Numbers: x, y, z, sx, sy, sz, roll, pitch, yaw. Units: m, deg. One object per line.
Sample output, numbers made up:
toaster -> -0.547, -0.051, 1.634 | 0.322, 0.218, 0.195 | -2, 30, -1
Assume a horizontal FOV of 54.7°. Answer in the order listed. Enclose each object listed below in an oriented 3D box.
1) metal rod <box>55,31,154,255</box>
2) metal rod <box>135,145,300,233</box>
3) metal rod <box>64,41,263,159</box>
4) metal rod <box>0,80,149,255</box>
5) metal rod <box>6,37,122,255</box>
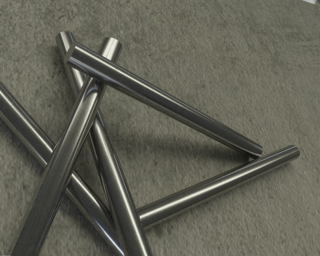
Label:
metal rod -> -0.070, 0.005, 0.345 | 0.025, 0.025, 0.299 | -7, 60, -32
metal rod -> 0.092, 0.070, 0.412 | 0.303, 0.025, 0.025 | -14, 69, -34
metal rod -> 0.027, -0.020, 0.383 | 0.302, 0.025, 0.025 | 25, 51, -32
metal rod -> -0.101, 0.046, 0.322 | 0.300, 0.025, 0.025 | 48, 51, 5
metal rod -> -0.093, 0.028, 0.302 | 0.025, 0.025, 0.300 | 23, 61, -15
